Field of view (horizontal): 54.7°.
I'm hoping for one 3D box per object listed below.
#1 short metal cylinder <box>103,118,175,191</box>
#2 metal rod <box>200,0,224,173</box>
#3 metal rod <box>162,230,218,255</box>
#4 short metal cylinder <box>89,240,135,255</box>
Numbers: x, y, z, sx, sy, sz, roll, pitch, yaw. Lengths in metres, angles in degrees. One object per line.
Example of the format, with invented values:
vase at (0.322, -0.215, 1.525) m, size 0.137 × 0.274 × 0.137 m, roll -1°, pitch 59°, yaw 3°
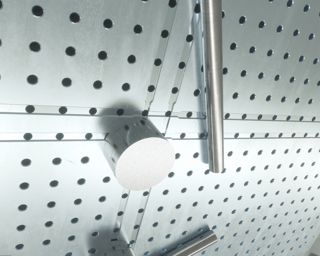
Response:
short metal cylinder at (-0.027, 0.034, 0.403) m, size 0.081 × 0.050 × 0.079 m, roll -14°, pitch 125°, yaw -21°
metal rod at (0.072, -0.056, 0.418) m, size 0.025 × 0.025 × 0.298 m, roll -21°, pitch 127°, yaw -16°
metal rod at (-0.029, 0.266, 0.561) m, size 0.302 × 0.025 × 0.025 m, roll -23°, pitch 127°, yaw -15°
short metal cylinder at (-0.074, 0.230, 0.498) m, size 0.081 × 0.050 × 0.079 m, roll -14°, pitch 125°, yaw -21°
